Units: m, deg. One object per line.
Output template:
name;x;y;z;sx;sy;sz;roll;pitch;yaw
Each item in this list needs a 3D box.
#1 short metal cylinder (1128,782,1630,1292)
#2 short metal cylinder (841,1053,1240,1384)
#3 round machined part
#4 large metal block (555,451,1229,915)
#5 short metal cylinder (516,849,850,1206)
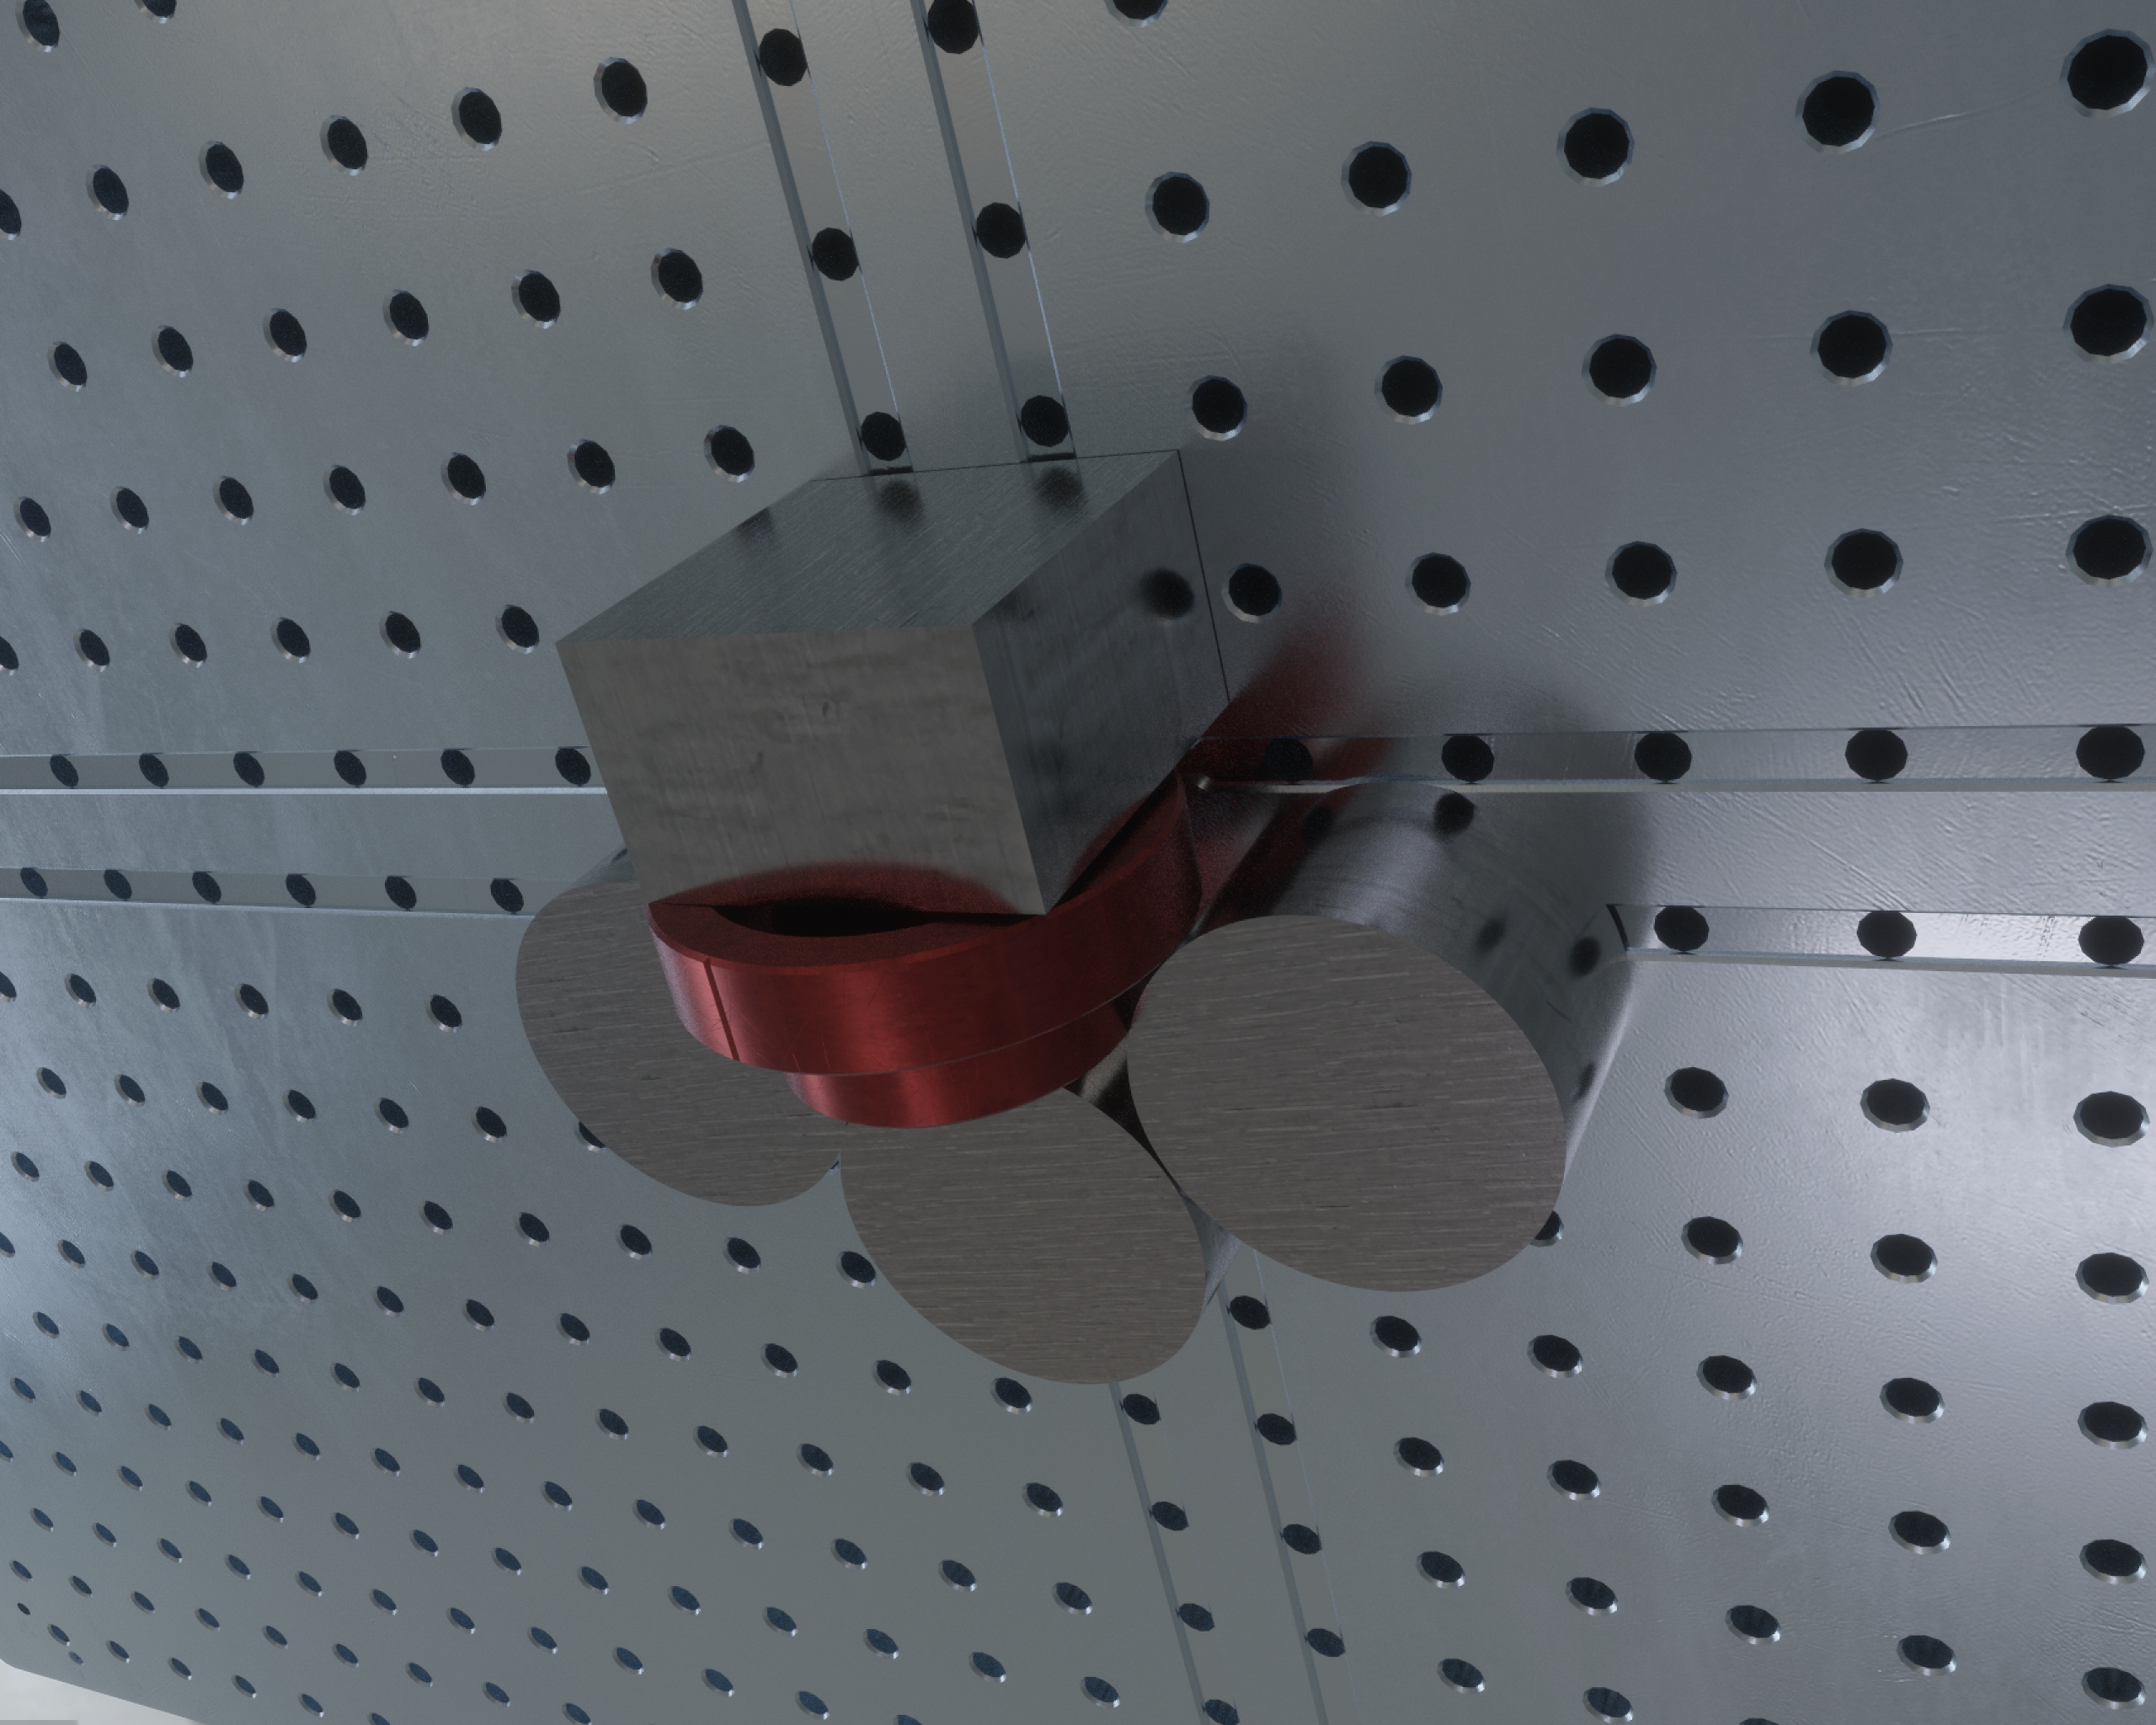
short metal cylinder;0.056;0.032;0.386;0.080;0.050;0.079;13;124;21
short metal cylinder;-0.002;0.061;0.434;0.080;0.050;0.079;13;124;21
round machined part;-0.026;0.013;0.383;0.098;0.098;0.042;2;119;27
large metal block;-0.029;-0.033;0.370;0.080;0.080;0.050;1;119;28
short metal cylinder;-0.072;0.027;0.450;0.080;0.050;0.079;13;124;21
